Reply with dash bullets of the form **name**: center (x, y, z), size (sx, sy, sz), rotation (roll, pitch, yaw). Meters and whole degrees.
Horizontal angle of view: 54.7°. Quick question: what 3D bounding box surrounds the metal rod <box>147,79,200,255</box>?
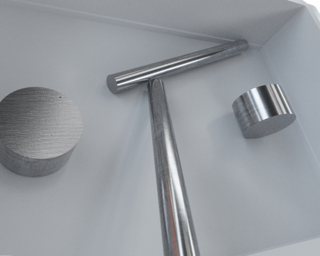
- **metal rod**: center (0.006, 0.022, 0.317), size (0.025, 0.025, 0.300), rotation (20, 29, -17)

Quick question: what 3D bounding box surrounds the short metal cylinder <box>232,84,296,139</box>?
- **short metal cylinder**: center (0.157, -0.023, 0.472), size (0.081, 0.080, 0.050), rotation (-1, 62, -29)

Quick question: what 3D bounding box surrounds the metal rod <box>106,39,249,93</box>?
- **metal rod**: center (0.047, -0.107, 0.498), size (0.302, 0.025, 0.025), rotation (-24, 75, -37)

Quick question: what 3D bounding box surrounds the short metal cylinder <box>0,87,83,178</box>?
- **short metal cylinder**: center (-0.126, 0.005, 0.319), size (0.081, 0.050, 0.080), rotation (14, 56, -21)
